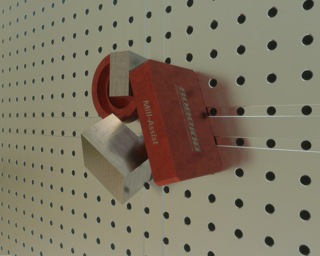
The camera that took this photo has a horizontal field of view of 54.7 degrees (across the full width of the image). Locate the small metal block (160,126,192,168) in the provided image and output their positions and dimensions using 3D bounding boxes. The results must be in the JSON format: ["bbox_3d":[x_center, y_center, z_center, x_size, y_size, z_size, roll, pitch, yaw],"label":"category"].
[{"bbox_3d":[0.015,0.025,0.389,0.050,0.025,0.050,19,107,49],"label":"small metal block"}]

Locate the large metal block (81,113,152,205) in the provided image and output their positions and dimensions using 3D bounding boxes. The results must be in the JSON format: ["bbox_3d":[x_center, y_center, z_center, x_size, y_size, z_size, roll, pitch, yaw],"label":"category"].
[{"bbox_3d":[-0.056,0.042,0.408,0.080,0.050,0.080,41,147,20],"label":"large metal block"}]

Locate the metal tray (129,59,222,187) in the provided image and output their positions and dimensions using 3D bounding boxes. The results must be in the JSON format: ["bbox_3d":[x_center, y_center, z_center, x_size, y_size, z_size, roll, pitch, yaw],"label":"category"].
[{"bbox_3d":[0.019,-0.006,0.349,0.030,0.091,0.129,-23,76,38],"label":"metal tray"}]

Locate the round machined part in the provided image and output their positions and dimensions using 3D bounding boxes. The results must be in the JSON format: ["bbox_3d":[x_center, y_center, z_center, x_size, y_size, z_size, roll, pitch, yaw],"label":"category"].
[{"bbox_3d":[-0.048,-0.055,0.436,0.098,0.042,0.097,0,90,39],"label":"round machined part"}]

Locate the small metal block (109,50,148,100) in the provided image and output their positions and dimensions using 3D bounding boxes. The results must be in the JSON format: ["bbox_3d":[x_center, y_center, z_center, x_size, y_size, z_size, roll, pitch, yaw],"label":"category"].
[{"bbox_3d":[-0.034,-0.060,0.366,0.025,0.050,0.050,0,89,26],"label":"small metal block"}]
